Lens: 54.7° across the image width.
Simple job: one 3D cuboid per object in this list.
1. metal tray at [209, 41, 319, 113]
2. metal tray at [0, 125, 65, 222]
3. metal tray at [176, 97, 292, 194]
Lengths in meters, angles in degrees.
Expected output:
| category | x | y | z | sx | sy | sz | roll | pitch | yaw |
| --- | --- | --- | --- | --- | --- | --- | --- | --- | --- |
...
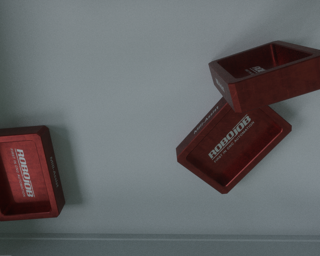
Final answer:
| category | x | y | z | sx | sy | sz | roll | pitch | yaw |
| --- | --- | --- | --- | --- | --- | --- | --- | --- | --- |
| metal tray | 0.108 | -0.061 | 0.334 | 0.090 | 0.130 | 0.030 | -17 | 109 | 6 |
| metal tray | -0.192 | 0.065 | 0.430 | 0.091 | 0.030 | 0.129 | -5 | 110 | 1 |
| metal tray | 0.095 | 0.016 | 0.415 | 0.090 | 0.030 | 0.130 | 37 | 106 | -13 |
